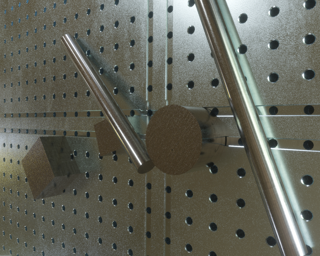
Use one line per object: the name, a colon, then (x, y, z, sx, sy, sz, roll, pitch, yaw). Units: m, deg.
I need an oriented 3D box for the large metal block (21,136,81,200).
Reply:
large metal block: (-0.197, 0.070, 0.556, 0.080, 0.050, 0.080, -44, 64, 31)

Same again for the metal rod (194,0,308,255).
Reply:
metal rod: (0.091, -0.018, 0.334, 0.025, 0.025, 0.299, -26, 74, 37)

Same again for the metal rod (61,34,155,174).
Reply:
metal rod: (-0.089, -0.053, 0.459, 0.025, 0.025, 0.300, -55, 52, 26)

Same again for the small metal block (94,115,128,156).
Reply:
small metal block: (-0.070, 0.012, 0.467, 0.050, 0.025, 0.050, -22, 76, 38)

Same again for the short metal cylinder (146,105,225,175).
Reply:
short metal cylinder: (0.030, 0.013, 0.369, 0.080, 0.050, 0.079, 0, 90, 40)
